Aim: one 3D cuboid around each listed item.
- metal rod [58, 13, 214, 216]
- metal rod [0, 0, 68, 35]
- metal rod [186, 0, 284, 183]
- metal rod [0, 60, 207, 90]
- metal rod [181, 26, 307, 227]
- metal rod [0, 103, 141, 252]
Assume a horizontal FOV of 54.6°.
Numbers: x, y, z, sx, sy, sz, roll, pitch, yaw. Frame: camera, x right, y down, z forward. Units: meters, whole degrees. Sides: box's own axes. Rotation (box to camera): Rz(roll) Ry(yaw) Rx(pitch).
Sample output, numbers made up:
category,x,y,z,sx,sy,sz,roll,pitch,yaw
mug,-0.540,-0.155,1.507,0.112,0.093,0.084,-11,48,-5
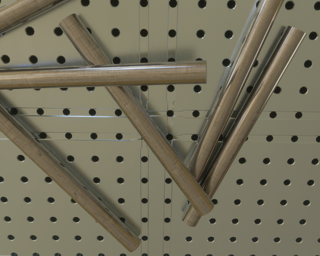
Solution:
category,x,y,z,sx,sy,sz,roll,pitch,yaw
metal rod,-0.023,-0.008,0.394,0.025,0.025,0.300,-34,101,11
metal rod,-0.158,-0.139,0.361,0.301,0.025,0.025,-23,109,8
metal rod,0.091,-0.047,0.396,0.025,0.025,0.298,19,109,-7
metal rod,-0.098,-0.060,0.361,0.301,0.025,0.025,0,111,11
metal rod,0.104,0.011,0.418,0.025,0.025,0.298,22,108,-8
metal rod,-0.134,0.073,0.438,0.025,0.025,0.300,-37,106,13
